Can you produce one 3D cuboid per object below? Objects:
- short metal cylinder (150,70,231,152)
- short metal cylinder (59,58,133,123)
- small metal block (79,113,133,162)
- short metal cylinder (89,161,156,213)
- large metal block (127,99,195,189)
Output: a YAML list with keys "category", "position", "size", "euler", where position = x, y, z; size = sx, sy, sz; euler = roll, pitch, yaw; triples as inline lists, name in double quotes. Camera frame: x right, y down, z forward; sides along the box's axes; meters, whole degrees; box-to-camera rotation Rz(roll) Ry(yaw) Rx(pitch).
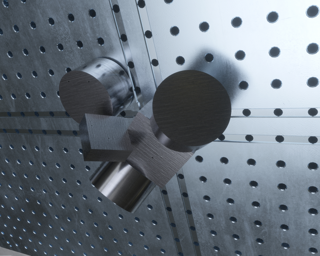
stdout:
- category: "short metal cylinder"
  position: [0.030, -0.016, 0.336]
  size: [0.080, 0.080, 0.050]
  euler: [37, 167, 3]
- category: "short metal cylinder"
  position: [-0.083, -0.046, 0.406]
  size: [0.080, 0.050, 0.079]
  euler: [13, 124, 21]
- category: "small metal block"
  position: [-0.065, 0.012, 0.368]
  size: [0.025, 0.050, 0.050]
  euler: [-53, 44, 41]
- category: "short metal cylinder"
  position: [-0.051, 0.074, 0.436]
  size: [0.080, 0.080, 0.050]
  euler: [37, 84, 5]
- category: "large metal block"
  position: [-0.001, 0.018, 0.399]
  size: [0.080, 0.050, 0.080]
  euler: [38, 129, 2]
